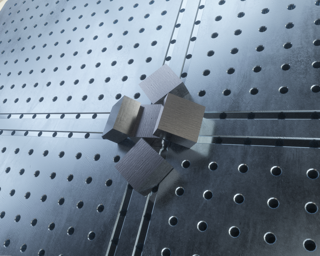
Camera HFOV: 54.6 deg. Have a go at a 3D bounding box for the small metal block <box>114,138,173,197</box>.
[{"bbox_3d":[-0.021,0.049,0.389,0.050,0.025,0.050,-47,50,-4],"label":"small metal block"}]

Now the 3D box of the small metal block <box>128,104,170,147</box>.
[{"bbox_3d":[-0.009,-0.004,0.415,0.050,0.025,0.050,2,62,29],"label":"small metal block"}]

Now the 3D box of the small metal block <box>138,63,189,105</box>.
[{"bbox_3d":[0.005,-0.057,0.441,0.050,0.025,0.050,-37,50,2],"label":"small metal block"}]

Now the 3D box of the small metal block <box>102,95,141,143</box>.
[{"bbox_3d":[-0.054,-0.011,0.428,0.050,0.025,0.050,-29,41,59],"label":"small metal block"}]

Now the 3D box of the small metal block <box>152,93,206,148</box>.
[{"bbox_3d":[0.024,-0.009,0.384,0.050,0.025,0.050,20,66,-8],"label":"small metal block"}]
